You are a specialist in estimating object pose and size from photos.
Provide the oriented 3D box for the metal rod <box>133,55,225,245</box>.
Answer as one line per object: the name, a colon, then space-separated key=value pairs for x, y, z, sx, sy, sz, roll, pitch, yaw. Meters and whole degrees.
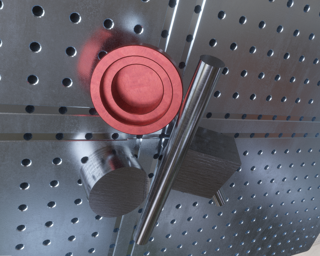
metal rod: x=0.011 y=0.051 z=0.379 sx=0.025 sy=0.025 sz=0.298 roll=-3 pitch=131 yaw=-27

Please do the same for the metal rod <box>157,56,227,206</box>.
metal rod: x=0.052 y=0.025 z=0.457 sx=0.025 sy=0.025 sz=0.299 roll=-33 pitch=129 yaw=-7

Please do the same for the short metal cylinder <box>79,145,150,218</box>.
short metal cylinder: x=-0.060 y=0.070 z=0.407 sx=0.081 sy=0.050 sz=0.079 roll=-14 pitch=124 yaw=-21

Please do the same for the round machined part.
round machined part: x=-0.024 y=-0.045 z=0.343 sx=0.099 sy=0.042 sz=0.097 roll=1 pitch=112 yaw=3

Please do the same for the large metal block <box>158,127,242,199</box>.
large metal block: x=0.051 y=0.046 z=0.424 sx=0.081 sy=0.050 sz=0.079 roll=17 pitch=129 yaw=-16
